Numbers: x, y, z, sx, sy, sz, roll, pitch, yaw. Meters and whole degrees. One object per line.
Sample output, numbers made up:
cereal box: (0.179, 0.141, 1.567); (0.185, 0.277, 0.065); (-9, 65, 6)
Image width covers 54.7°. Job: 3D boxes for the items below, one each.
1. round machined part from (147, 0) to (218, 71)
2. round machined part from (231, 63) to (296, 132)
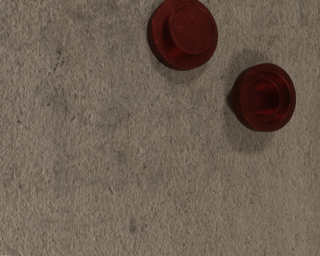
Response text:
round machined part: (0.036, -0.128, 0.414); (0.099, 0.042, 0.097); (0, 90, -21)
round machined part: (0.147, -0.043, 0.456); (0.099, 0.042, 0.097); (0, 90, -21)
